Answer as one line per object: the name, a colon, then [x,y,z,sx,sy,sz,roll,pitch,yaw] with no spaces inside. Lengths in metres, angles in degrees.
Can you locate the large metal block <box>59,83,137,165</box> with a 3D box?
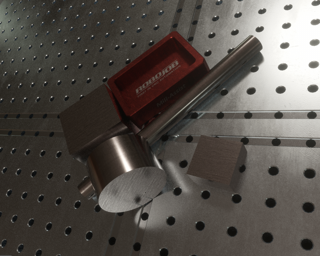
large metal block: [-0.087,-0.003,0.438,0.080,0.050,0.080,-33,52,6]

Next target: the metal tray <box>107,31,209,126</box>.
metal tray: [-0.005,-0.074,0.450,0.130,0.030,0.090,-36,51,3]

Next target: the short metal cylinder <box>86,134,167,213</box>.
short metal cylinder: [-0.039,0.053,0.360,0.080,0.080,0.050,-35,52,5]

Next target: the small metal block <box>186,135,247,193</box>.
small metal block: [0.065,0.039,0.350,0.050,0.025,0.050,10,67,32]

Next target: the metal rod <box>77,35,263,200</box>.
metal rod: [0.014,-0.014,0.408,0.300,0.025,0.025,-41,51,-1]
